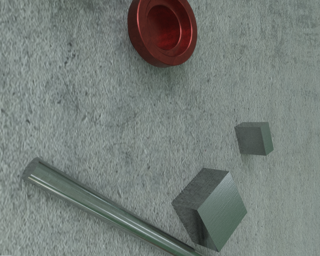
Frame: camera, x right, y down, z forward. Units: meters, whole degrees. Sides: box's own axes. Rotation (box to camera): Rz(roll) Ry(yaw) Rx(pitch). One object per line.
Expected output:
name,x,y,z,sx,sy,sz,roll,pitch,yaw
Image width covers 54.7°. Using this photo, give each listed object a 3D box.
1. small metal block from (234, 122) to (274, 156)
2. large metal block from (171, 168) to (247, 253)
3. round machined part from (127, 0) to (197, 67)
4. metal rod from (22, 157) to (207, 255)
small metal block,0.160,0.018,0.525,0.025,0.050,0.050,-26,107,-37
large metal block,0.074,0.117,0.454,0.080,0.050,0.080,-41,115,-33
round machined part,-0.001,-0.125,0.394,0.099,0.042,0.097,0,90,-40
metal rod,-0.030,0.121,0.381,0.301,0.025,0.025,41,65,-33
